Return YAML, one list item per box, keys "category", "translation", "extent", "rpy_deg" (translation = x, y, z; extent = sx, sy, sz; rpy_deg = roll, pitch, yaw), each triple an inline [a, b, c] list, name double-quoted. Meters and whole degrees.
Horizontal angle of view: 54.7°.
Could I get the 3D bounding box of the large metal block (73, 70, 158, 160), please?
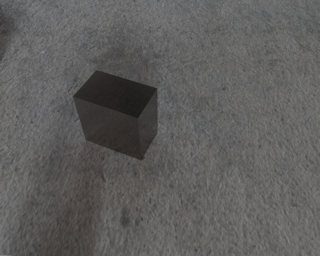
- category: "large metal block"
  translation: [-0.050, -0.015, 0.379]
  extent: [0.080, 0.080, 0.050]
  rpy_deg: [19, 53, 14]
